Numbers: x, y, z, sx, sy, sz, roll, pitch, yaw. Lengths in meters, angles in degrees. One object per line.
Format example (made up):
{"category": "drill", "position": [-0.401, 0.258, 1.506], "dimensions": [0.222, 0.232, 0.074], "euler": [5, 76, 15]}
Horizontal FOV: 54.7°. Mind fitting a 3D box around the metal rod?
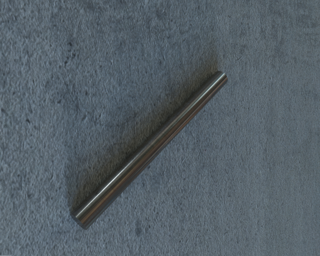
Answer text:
{"category": "metal rod", "position": [0.004, 0.011, 0.412], "dimensions": [0.301, 0.025, 0.025], "euler": [-44, 117, -31]}
